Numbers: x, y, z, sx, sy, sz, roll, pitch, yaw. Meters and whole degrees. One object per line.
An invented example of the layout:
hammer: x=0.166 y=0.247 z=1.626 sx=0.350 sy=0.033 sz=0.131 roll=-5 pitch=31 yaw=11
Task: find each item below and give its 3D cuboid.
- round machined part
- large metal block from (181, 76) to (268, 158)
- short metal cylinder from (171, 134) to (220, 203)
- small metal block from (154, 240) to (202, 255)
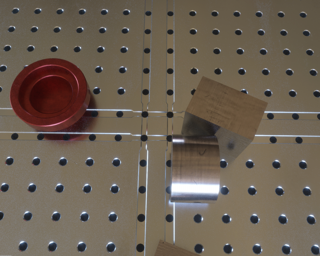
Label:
round machined part: x=-0.143 y=-0.041 z=0.417 sx=0.099 sy=0.042 sz=0.098 roll=0 pitch=70 yaw=0
large metal block: x=0.076 y=-0.010 z=0.387 sx=0.080 sy=0.080 sz=0.050 roll=24 pitch=72 yaw=8
short metal cylinder: x=0.039 y=0.048 z=0.365 sx=0.050 sy=0.080 sz=0.080 roll=2 pitch=70 yaw=1
small metal block: x=0.015 y=0.161 z=0.353 sx=0.050 sy=0.025 sz=0.050 roll=19 pitch=71 yaw=7
